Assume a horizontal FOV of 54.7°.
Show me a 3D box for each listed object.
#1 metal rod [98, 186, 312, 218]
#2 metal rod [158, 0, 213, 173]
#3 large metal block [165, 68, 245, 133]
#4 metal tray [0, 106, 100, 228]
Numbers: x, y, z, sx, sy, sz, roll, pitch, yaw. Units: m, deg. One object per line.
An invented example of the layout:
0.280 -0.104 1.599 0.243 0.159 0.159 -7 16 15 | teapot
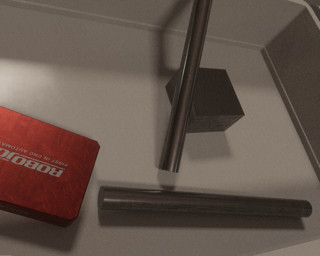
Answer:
0.074 0.095 0.388 0.302 0.025 0.025 9 58 -24 | metal rod
0.041 -0.091 0.406 0.025 0.025 0.299 15 80 -20 | metal rod
0.064 -0.040 0.450 0.081 0.050 0.080 -2 63 -30 | large metal block
-0.136 0.036 0.308 0.131 0.030 0.090 22 53 -16 | metal tray
